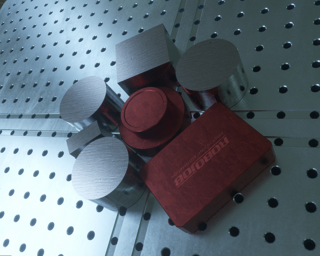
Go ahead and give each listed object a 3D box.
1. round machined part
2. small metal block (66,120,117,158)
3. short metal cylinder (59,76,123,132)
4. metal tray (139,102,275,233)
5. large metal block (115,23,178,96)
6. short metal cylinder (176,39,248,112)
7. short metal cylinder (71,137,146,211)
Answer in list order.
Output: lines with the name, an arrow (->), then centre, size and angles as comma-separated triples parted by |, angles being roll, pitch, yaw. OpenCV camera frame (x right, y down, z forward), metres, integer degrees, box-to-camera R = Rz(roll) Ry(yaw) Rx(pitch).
round machined part -> -0.013, -0.016, 0.413 | 0.098, 0.042, 0.098 | -13, 56, 21
small metal block -> -0.090, 0.023, 0.424 | 0.050, 0.050, 0.025 | -33, 52, 7
short metal cylinder -> -0.101, -0.030, 0.463 | 0.080, 0.050, 0.080 | -13, 56, 21
metal tray -> 0.050, 0.041, 0.352 | 0.130, 0.030, 0.090 | -42, 51, -1
large metal block -> -0.017, -0.096, 0.461 | 0.080, 0.050, 0.080 | -19, 54, 17
short metal cylinder -> 0.067, -0.067, 0.397 | 0.080, 0.050, 0.080 | -13, 56, 21
short metal cylinder -> -0.062, 0.058, 0.389 | 0.080, 0.050, 0.080 | -13, 56, 21
